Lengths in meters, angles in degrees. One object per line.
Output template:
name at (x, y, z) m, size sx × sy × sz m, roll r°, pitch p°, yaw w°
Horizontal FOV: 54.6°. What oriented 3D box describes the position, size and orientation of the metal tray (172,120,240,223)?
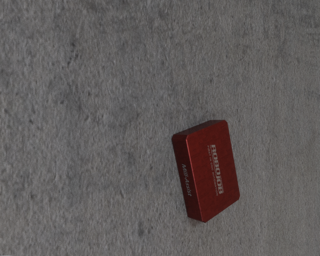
metal tray at (0.071, 0.061, 0.460) m, size 0.091 × 0.030 × 0.129 m, roll -20°, pitch 103°, yaw -38°
